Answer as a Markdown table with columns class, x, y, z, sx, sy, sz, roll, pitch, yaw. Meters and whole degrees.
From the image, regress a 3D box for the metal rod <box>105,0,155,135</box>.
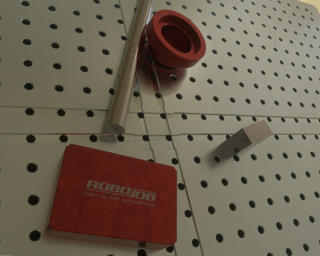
| class | x | y | z | sx | sy | sz | roll | pitch | yaw |
| --- | --- | --- | --- | --- | --- | --- | --- | --- | --- |
| metal rod | -0.037 | -0.121 | 0.463 | 0.025 | 0.025 | 0.300 | 20 | 54 | -17 |

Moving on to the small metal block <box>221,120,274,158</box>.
| class | x | y | z | sx | sy | sz | roll | pitch | yaw |
| --- | --- | --- | --- | --- | --- | --- | --- | --- | --- |
| small metal block | 0.128 | 0.016 | 0.453 | 0.050 | 0.050 | 0.025 | -17 | 71 | -35 |

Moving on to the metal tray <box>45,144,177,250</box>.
| class | x | y | z | sx | sy | sz | roll | pitch | yaw |
| --- | --- | --- | --- | --- | --- | --- | --- | --- | --- |
| metal tray | -0.046 | 0.076 | 0.335 | 0.131 | 0.030 | 0.090 | 15 | 55 | -20 |

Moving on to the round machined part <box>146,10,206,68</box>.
| class | x | y | z | sx | sy | sz | roll | pitch | yaw |
| --- | --- | --- | --- | --- | --- | --- | --- | --- | --- |
| round machined part | 0.021 | -0.134 | 0.489 | 0.099 | 0.042 | 0.098 | 17 | 55 | -25 |
